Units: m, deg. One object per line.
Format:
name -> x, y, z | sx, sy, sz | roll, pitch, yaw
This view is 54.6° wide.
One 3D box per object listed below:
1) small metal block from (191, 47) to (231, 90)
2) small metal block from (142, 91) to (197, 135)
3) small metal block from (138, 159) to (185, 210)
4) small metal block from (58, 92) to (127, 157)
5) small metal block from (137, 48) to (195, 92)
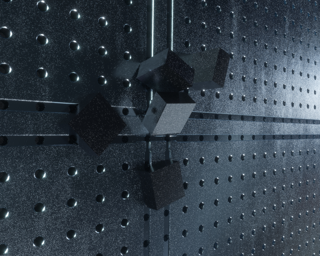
small metal block -> 0.070, -0.084, 0.450 | 0.025, 0.050, 0.050 | 23, 75, -38
small metal block -> 0.012, -0.019, 0.401 | 0.050, 0.025, 0.050 | -4, 133, -40
small metal block -> 0.003, 0.074, 0.411 | 0.050, 0.025, 0.050 | -16, 101, -39
small metal block -> -0.074, -0.004, 0.346 | 0.050, 0.025, 0.050 | -52, 120, -27
small metal block -> 0.008, -0.068, 0.395 | 0.050, 0.050, 0.025 | 33, 54, -35
